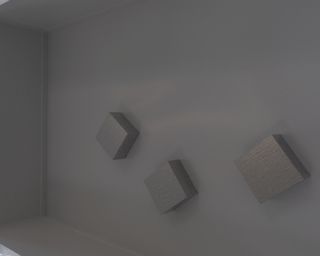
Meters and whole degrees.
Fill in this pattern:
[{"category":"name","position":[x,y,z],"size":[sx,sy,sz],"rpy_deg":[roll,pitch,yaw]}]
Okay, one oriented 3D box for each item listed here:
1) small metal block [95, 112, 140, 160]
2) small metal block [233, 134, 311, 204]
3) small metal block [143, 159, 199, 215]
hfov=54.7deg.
[{"category":"small metal block","position":[-0.064,0.011,0.460],"size":[0.050,0.025,0.050],"rpy_deg":[46,117,30]},{"category":"small metal block","position":[0.112,0.041,0.314],"size":[0.050,0.025,0.050],"rpy_deg":[-43,64,31]},{"category":"small metal block","position":[0.013,0.075,0.396],"size":[0.050,0.025,0.050],"rpy_deg":[-43,64,31]}]
